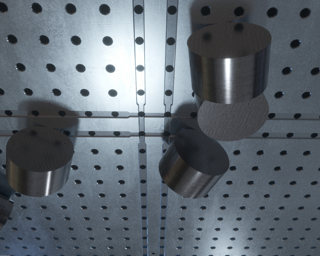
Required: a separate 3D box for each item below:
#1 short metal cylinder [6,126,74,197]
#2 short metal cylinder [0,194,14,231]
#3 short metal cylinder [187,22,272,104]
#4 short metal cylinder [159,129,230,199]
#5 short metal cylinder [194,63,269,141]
[{"bbox_3d":[-0.159,0.043,0.410,0.081,0.080,0.050,13,129,-12],"label":"short metal cylinder"},{"bbox_3d":[-0.281,0.138,0.489,0.080,0.080,0.050,-33,123,24],"label":"short metal cylinder"},{"bbox_3d":[0.070,-0.069,0.318,0.080,0.080,0.050,-7,130,5],"label":"short metal cylinder"},{"bbox_3d":[0.045,0.047,0.417,0.081,0.080,0.050,18,128,-15],"label":"short metal cylinder"},{"bbox_3d":[0.083,-0.030,0.371,0.081,0.050,0.079,0,130,0],"label":"short metal cylinder"}]
